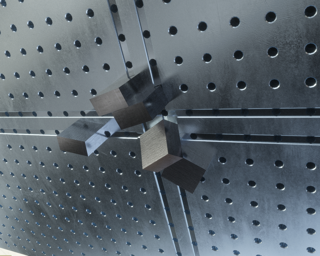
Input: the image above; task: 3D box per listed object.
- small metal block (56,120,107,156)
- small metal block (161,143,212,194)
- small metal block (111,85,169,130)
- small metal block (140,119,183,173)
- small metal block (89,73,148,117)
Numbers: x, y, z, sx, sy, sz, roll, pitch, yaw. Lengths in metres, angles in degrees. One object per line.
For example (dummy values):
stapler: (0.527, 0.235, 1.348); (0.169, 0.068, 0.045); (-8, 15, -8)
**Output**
small metal block: (-0.115, 0.014, 0.462); (0.050, 0.050, 0.025); (10, 123, 23)
small metal block: (0.035, 0.055, 0.425); (0.050, 0.025, 0.050); (28, 128, 9)
small metal block: (-0.024, -0.026, 0.390); (0.050, 0.050, 0.025); (-16, 110, 34)
small metal block: (0.001, 0.024, 0.406); (0.025, 0.050, 0.050); (19, 140, -37)
small metal block: (-0.052, -0.042, 0.395); (0.050, 0.050, 0.025); (-15, 110, 34)
